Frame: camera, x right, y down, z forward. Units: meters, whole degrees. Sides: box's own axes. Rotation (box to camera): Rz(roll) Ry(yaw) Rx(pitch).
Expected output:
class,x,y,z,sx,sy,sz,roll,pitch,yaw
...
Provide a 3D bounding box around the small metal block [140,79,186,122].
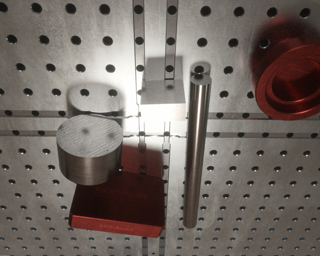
class,x,y,z,sx,sy,sz,roll,pitch,yaw
small metal block,0.004,-0.033,0.367,0.050,0.050,0.025,-2,130,1

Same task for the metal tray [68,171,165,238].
class,x,y,z,sx,sy,sz,roll,pitch,yaw
metal tray,-0.060,0.108,0.460,0.131,0.090,0.030,11,129,-10

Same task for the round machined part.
class,x,y,z,sx,sy,sz,roll,pitch,yaw
round machined part,0.153,-0.059,0.353,0.099,0.042,0.097,-1,130,0

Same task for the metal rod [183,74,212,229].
class,x,y,z,sx,sy,sz,roll,pitch,yaw
metal rod,0.051,0.056,0.460,0.025,0.025,0.298,-1,130,0

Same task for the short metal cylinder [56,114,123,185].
class,x,y,z,sx,sy,sz,roll,pitch,yaw
short metal cylinder,-0.089,0.026,0.397,0.081,0.080,0.050,6,130,-5
